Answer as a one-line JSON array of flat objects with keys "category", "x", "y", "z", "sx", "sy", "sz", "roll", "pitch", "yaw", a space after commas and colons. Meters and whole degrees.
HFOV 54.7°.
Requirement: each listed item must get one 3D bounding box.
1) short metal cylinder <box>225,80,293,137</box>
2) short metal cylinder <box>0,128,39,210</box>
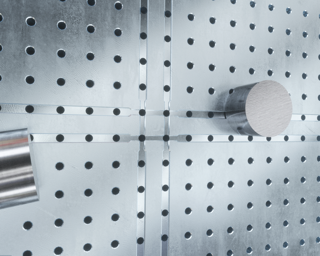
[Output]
[{"category": "short metal cylinder", "x": 0.144, "y": -0.027, "z": 0.454, "sx": 0.081, "sy": 0.050, "sz": 0.079, "roll": 0, "pitch": 90, "yaw": -21}, {"category": "short metal cylinder", "x": -0.159, "y": 0.043, "z": 0.325, "sx": 0.050, "sy": 0.080, "sz": 0.079, "roll": -9, "pitch": 93, "yaw": -20}]
